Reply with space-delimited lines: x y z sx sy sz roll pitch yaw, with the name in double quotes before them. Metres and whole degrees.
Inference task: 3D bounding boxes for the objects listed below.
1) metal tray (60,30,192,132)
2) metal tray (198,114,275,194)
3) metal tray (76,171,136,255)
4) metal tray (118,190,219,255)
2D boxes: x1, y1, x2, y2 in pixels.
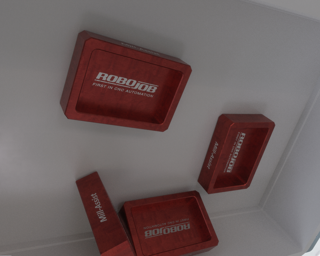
"metal tray" -0.037 -0.048 0.355 0.131 0.030 0.089 8 114 -32
"metal tray" 0.121 0.042 0.496 0.091 0.030 0.129 -1 119 -28
"metal tray" -0.062 0.126 0.385 0.030 0.130 0.090 -25 128 -13
"metal tray" 0.013 0.148 0.461 0.131 0.090 0.030 -3 144 -27
